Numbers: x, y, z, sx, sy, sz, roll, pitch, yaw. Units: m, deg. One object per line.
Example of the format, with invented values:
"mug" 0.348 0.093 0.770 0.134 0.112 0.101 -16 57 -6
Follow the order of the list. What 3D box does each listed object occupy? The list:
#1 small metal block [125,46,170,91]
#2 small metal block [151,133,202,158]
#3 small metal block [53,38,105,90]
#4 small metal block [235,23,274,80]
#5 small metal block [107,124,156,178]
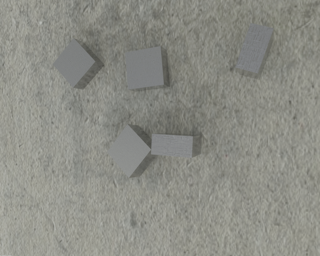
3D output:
"small metal block" -0.016 -0.078 0.414 0.050 0.025 0.050 -5 88 19
"small metal block" 0.022 0.021 0.387 0.050 0.050 0.025 3 91 19
"small metal block" -0.118 -0.092 0.449 0.050 0.025 0.050 -46 76 14
"small metal block" 0.110 -0.086 0.357 0.025 0.050 0.050 20 97 18
"small metal block" -0.035 0.030 0.414 0.050 0.025 0.050 45 108 25
